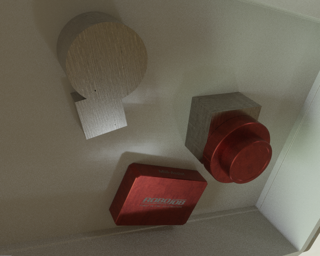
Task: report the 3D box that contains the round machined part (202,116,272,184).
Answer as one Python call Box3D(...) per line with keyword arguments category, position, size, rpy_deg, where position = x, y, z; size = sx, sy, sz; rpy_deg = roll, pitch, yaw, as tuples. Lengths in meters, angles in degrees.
Box3D(category="round machined part", position=(0.110, 0.036, 0.418), size=(0.099, 0.042, 0.097), rpy_deg=(-14, 125, -21))

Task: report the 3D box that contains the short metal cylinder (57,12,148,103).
Box3D(category="short metal cylinder", position=(-0.060, -0.073, 0.316), size=(0.081, 0.050, 0.079), rpy_deg=(-14, 125, -21))

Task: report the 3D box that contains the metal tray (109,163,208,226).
Box3D(category="metal tray", position=(0.000, 0.104, 0.472), size=(0.131, 0.030, 0.089), rpy_deg=(12, 112, -34))

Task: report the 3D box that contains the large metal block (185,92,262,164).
Box3D(category="large metal block", position=(0.088, -0.002, 0.441), size=(0.081, 0.050, 0.079), rpy_deg=(-9, 122, -24))

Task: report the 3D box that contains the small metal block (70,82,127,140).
Box3D(category="small metal block", position=(-0.070, -0.021, 0.359), size=(0.050, 0.025, 0.050), rpy_deg=(-20, 126, -17))
